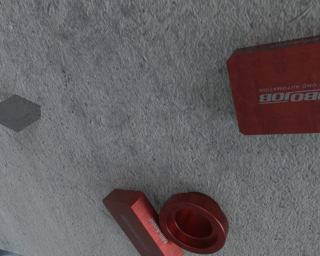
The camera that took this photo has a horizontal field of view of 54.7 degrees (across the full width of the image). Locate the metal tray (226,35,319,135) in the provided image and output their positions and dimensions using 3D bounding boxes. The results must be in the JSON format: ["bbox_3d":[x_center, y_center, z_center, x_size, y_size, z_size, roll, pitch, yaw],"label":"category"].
[{"bbox_3d":[0.140,-0.040,0.305,0.130,0.030,0.089,-3,117,29],"label":"metal tray"}]

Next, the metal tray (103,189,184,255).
[{"bbox_3d":[-0.029,0.159,0.497,0.090,0.030,0.130,-11,114,53],"label":"metal tray"}]

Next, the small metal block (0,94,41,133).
[{"bbox_3d":[-0.228,-0.024,0.493,0.050,0.050,0.025,24,127,13],"label":"small metal block"}]

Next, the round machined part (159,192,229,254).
[{"bbox_3d":[0.052,0.132,0.449,0.098,0.042,0.097,13,124,20],"label":"round machined part"}]
